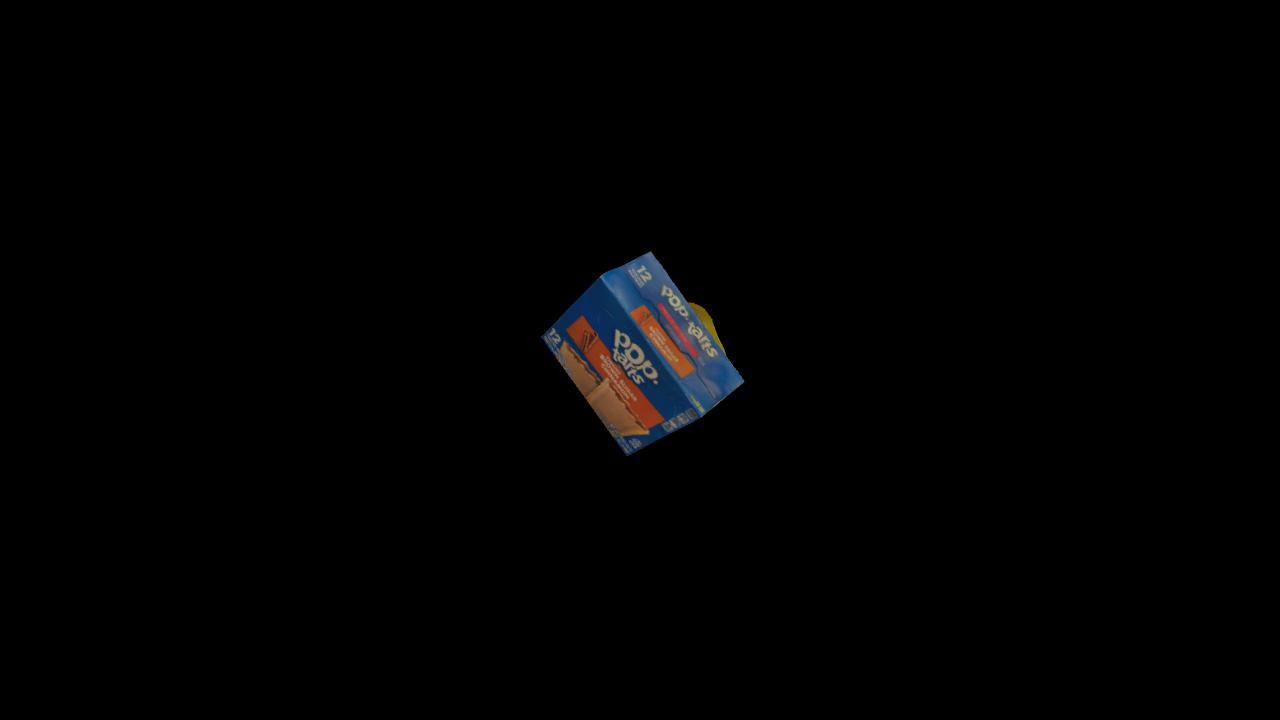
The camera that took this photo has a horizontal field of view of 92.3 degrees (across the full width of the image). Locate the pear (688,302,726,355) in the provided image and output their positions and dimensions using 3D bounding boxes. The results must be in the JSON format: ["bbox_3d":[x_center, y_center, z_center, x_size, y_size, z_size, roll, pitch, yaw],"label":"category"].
[{"bbox_3d":[0.068,-0.015,0.747,0.080,0.111,0.080,-44,7,7],"label":"pear"}]

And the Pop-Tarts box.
[{"bbox_3d":[-0.002,-0.002,0.653,0.083,0.167,0.141,-36,0,-41],"label":"Pop-Tarts box"}]
